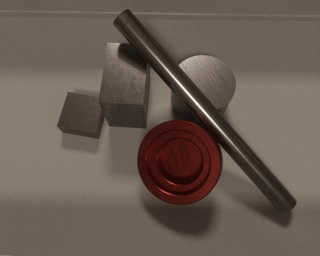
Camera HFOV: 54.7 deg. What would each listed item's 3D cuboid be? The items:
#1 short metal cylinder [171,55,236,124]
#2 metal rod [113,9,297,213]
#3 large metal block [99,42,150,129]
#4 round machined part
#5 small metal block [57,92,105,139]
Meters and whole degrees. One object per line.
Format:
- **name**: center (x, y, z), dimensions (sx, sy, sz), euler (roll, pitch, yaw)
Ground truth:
- **short metal cylinder**: center (0.056, -0.050, 0.415), dimensions (0.081, 0.050, 0.080), euler (0, 70, -1)
- **metal rod**: center (0.056, -0.016, 0.366), dimensions (0.025, 0.025, 0.300), euler (-43, 95, -14)
- **large metal block**: center (-0.041, -0.051, 0.399), dimensions (0.050, 0.080, 0.080), euler (4, 70, 1)
- **round machined part**: center (0.026, 0.039, 0.373), dimensions (0.098, 0.042, 0.097), euler (1, 92, 18)
- **small metal block**: center (-0.103, -0.017, 0.415), dimensions (0.050, 0.025, 0.050), euler (10, 70, 3)
